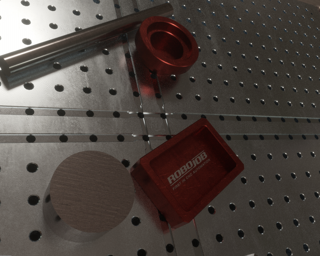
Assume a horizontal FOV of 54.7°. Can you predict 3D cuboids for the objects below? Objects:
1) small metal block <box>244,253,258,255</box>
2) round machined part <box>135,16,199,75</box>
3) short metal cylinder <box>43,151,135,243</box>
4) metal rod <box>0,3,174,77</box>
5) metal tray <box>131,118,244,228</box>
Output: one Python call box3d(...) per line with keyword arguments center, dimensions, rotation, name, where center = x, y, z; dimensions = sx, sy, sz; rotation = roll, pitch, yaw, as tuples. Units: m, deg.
box3d(center=(0.091, 0.171, 0.339), dimensions=(0.025, 0.050, 0.050), rotation=(36, 51, -5), name="small metal block")
box3d(center=(0.007, -0.121, 0.476), dimensions=(0.099, 0.042, 0.098), rotation=(14, 56, -21), name="round machined part")
box3d(center=(-0.072, 0.069, 0.312), dimensions=(0.081, 0.050, 0.080), rotation=(14, 56, -21), name="short metal cylinder")
box3d(center=(-0.082, -0.139, 0.449), dimensions=(0.025, 0.025, 0.302), rotation=(50, 51, 6), name="metal rod")
box3d(center=(0.039, 0.052, 0.396), dimensions=(0.131, 0.030, 0.090), rotation=(-31, 79, -38), name="metal tray")
